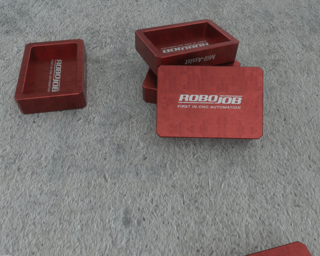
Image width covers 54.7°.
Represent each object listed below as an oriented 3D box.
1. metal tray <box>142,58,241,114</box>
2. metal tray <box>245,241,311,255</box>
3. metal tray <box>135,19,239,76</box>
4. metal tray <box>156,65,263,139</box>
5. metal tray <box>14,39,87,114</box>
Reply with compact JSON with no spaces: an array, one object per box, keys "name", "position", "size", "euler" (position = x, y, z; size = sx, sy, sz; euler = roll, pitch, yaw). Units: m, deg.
[{"name":"metal tray","position":[0.048,-0.070,0.459],"size":[0.131,0.030,0.090],"euler":[10,51,8]},{"name":"metal tray","position":[0.083,0.160,0.266],"size":[0.131,0.030,0.090],"euler":[-11,51,-9]},{"name":"metal tray","position":[0.038,-0.124,0.463],"size":[0.131,0.030,0.090],"euler":[-15,45,-19]},{"name":"metal tray","position":[0.062,-0.032,0.395],"size":[0.131,0.030,0.089],"euler":[1,87,1]},{"name":"metal tray","position":[-0.159,-0.082,0.467],"size":[0.091,0.030,0.130],"euler":[-6,50,-6]}]
